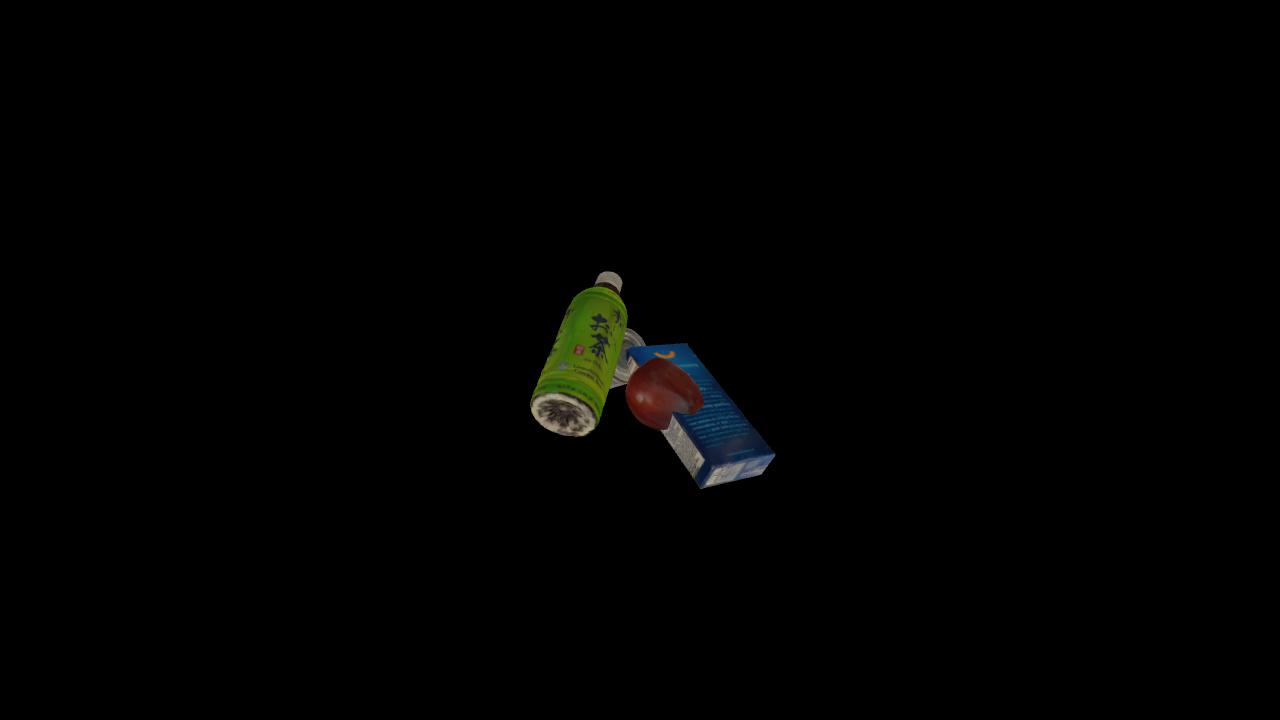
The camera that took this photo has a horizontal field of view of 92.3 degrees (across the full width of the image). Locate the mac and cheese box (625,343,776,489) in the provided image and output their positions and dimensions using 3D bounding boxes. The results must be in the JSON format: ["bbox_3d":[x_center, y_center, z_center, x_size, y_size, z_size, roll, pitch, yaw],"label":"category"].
[{"bbox_3d":[0.059,0.055,0.689,0.093,0.041,0.184,-5,44,-35],"label":"mac and cheese box"}]

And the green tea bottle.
[{"bbox_3d":[-0.055,-0.019,0.658,0.073,0.073,0.212,0,44,13],"label":"green tea bottle"}]

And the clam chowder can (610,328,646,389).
[{"bbox_3d":[-0.045,0.003,0.744,0.068,0.068,0.102,0,-11,-37],"label":"clam chowder can"}]

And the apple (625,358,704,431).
[{"bbox_3d":[0.025,0.043,0.685,0.093,0.079,0.079,31,14,25],"label":"apple"}]
